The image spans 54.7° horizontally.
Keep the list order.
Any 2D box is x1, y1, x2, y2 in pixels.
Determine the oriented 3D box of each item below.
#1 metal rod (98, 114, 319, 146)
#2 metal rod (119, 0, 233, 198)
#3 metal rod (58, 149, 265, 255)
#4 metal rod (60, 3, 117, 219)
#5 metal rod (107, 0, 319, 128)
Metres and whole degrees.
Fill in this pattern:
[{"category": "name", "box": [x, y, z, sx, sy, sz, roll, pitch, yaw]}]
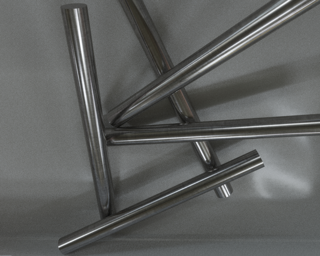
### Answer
[{"category": "metal rod", "box": [0.055, 0.004, 0.381, 0.301, 0.025, 0.025, -4, 111, 13]}, {"category": "metal rod", "box": [0.027, -0.033, 0.399, 0.025, 0.025, 0.299, -25, 108, 9]}, {"category": "metal rod", "box": [-0.005, 0.104, 0.421, 0.301, 0.025, 0.025, -26, 108, 9]}, {"category": "metal rod", "box": [-0.079, 0.008, 0.378, 0.025, 0.025, 0.298, -1, 123, 0]}, {"category": "metal rod", "box": [0.046, -0.070, 0.319, 0.299, 0.025, 0.025, -29, 110, 36]}]
